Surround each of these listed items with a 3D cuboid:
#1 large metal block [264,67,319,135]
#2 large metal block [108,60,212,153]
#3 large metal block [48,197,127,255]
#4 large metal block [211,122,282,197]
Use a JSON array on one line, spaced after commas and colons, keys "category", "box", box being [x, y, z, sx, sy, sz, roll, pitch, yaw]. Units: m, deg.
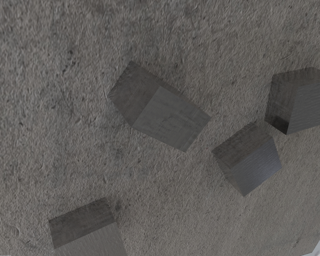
[{"category": "large metal block", "box": [0.217, -0.044, 0.482, 0.081, 0.050, 0.079, -14, 124, -21]}, {"category": "large metal block", "box": [-0.002, -0.025, 0.354, 0.080, 0.080, 0.050, 27, 104, -37]}, {"category": "large metal block", "box": [-0.099, 0.155, 0.433, 0.081, 0.050, 0.080, -21, 127, -16]}, {"category": "large metal block", "box": [0.141, 0.051, 0.499, 0.080, 0.050, 0.080, -36, 129, -4]}]
